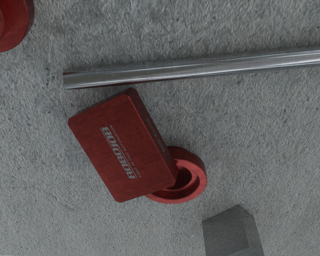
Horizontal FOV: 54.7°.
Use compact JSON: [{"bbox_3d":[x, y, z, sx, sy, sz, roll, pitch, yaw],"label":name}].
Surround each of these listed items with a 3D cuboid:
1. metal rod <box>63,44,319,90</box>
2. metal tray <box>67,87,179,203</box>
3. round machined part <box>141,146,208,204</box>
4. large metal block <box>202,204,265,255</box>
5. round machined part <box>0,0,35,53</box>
[{"bbox_3d":[0.043,-0.069,0.349,0.302,0.025,0.025,-5,130,3],"label":"metal rod"},{"bbox_3d":[-0.044,0.025,0.393,0.090,0.030,0.130,-22,106,20],"label":"metal tray"},{"bbox_3d":[0.017,0.064,0.451,0.099,0.042,0.097,-1,130,0],"label":"round machined part"},{"bbox_3d":[0.124,0.192,0.537,0.080,0.080,0.050,-34,123,25],"label":"large metal block"},{"bbox_3d":[-0.177,-0.115,0.295,0.099,0.042,0.097,-1,130,0],"label":"round machined part"}]
